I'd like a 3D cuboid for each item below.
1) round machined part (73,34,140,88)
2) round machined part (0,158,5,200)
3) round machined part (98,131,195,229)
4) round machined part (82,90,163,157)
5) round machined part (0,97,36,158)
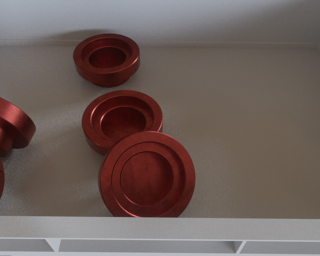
[{"bbox_3d":[-0.080,-0.100,0.477,0.099,0.042,0.098,0,50,0],"label":"round machined part"},{"bbox_3d":[-0.209,0.059,0.325,0.099,0.042,0.098,-1,77,5],"label":"round machined part"},{"bbox_3d":[-0.016,0.053,0.329,0.099,0.042,0.097,1,86,-17],"label":"round machined part"},{"bbox_3d":[-0.046,0.000,0.394,0.099,0.042,0.098,0,50,0],"label":"round machined part"},{"bbox_3d":[-0.200,0.000,0.356,0.098,0.098,0.042,11,60,8],"label":"round machined part"}]
